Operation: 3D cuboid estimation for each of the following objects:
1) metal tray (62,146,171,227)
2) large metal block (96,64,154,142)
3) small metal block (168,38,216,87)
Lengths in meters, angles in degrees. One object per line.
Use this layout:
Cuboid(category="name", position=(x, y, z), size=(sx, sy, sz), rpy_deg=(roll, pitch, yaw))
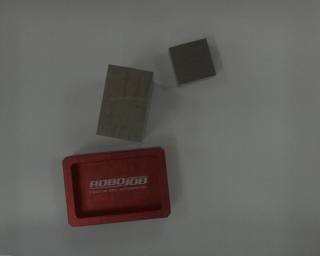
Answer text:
Cuboid(category="metal tray", position=(-0.055, 0.075, 0.408), size=(0.131, 0.030, 0.089), rpy_deg=(-6, 90, -1))
Cuboid(category="large metal block", position=(-0.039, -0.028, 0.383), size=(0.050, 0.080, 0.080), rpy_deg=(10, 90, 0))
Cuboid(category="small metal block", position=(0.042, -0.086, 0.412), size=(0.050, 0.025, 0.050), rpy_deg=(-15, 90, -1))
